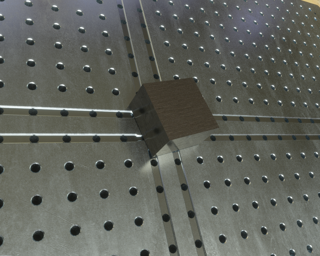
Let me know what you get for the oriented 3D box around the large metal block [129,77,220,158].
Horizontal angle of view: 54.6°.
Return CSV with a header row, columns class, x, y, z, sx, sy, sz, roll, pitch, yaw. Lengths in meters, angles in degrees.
class,x,y,z,sx,sy,sz,roll,pitch,yaw
large metal block,0.018,-0.016,0.409,0.081,0.050,0.080,-13,69,-33
